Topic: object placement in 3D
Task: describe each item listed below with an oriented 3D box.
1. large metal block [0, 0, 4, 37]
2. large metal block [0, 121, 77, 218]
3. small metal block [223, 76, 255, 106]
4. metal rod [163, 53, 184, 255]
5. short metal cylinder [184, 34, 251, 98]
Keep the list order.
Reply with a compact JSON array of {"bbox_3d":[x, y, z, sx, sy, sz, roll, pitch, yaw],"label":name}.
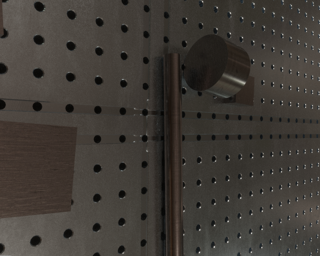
[{"bbox_3d":[-0.161,-0.107,0.239,0.050,0.080,0.079,-4,93,-40],"label":"large metal block"},{"bbox_3d":[-0.128,0.036,0.286,0.081,0.050,0.080,6,86,-40],"label":"large metal block"},{"bbox_3d":[0.134,-0.064,0.525,0.050,0.025,0.050,5,87,-40],"label":"small metal block"},{"bbox_3d":[0.019,0.049,0.426,0.025,0.025,0.298,-1,91,-40],"label":"metal rod"},{"bbox_3d":[0.080,-0.087,0.443,0.050,0.080,0.080,11,83,-40],"label":"short metal cylinder"}]
